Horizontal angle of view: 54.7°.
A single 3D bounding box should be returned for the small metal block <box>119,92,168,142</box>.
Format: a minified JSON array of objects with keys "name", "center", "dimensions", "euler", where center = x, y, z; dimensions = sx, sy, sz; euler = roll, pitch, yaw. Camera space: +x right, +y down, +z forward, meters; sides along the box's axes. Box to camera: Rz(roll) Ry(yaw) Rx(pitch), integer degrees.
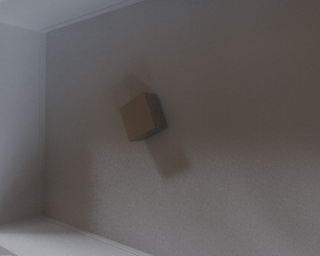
[{"name":"small metal block","center":[-0.023,-0.014,0.419],"dimensions":[0.050,0.025,0.050],"euler":[-29,72,36]}]
